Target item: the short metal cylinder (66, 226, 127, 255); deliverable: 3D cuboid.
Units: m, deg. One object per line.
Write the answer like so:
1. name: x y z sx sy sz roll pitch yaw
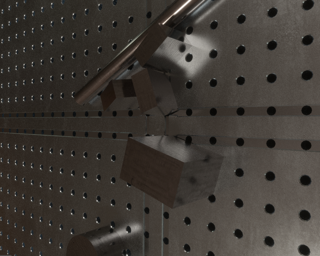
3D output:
1. short metal cylinder: -0.097 0.197 0.471 0.080 0.050 0.079 0 90 39

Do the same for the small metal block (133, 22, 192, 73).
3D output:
1. small metal block: 0.004 -0.099 0.388 0.050 0.050 0.025 -45 63 30

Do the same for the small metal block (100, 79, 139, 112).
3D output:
1. small metal block: -0.047 -0.044 0.421 0.050 0.050 0.025 -34 68 57

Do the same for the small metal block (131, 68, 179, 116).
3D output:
1. small metal block: -0.006 -0.044 0.394 0.025 0.050 0.050 -23 76 30

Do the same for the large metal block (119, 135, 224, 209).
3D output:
1. large metal block: 0.014 0.045 0.360 0.080 0.081 0.050 22 104 37

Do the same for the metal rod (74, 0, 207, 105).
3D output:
1. metal rod: -0.028 -0.114 0.430 0.299 0.025 0.025 -32 70 35
